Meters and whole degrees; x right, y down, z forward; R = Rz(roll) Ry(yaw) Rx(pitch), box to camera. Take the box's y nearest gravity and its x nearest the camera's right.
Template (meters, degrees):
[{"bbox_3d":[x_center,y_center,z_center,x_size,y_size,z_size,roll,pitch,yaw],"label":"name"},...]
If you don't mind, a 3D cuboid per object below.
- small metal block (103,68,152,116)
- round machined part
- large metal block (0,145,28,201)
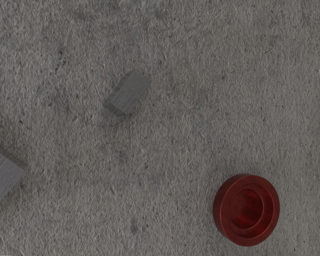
[{"bbox_3d":[-0.041,-0.042,0.381,0.025,0.050,0.050,38,78,-16],"label":"small metal block"},{"bbox_3d":[0.118,0.114,0.444,0.099,0.042,0.097,0,90,-20],"label":"round machined part"},{"bbox_3d":[-0.199,0.050,0.322,0.080,0.050,0.080,42,77,-15],"label":"large metal block"}]
